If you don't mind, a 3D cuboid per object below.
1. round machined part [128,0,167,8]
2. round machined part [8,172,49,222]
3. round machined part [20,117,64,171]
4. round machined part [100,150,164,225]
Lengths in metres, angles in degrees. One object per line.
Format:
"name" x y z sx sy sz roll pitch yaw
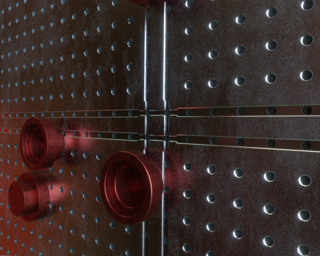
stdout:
"round machined part" -0.005 -0.205 0.401 0.098 0.042 0.097 0 90 39
"round machined part" -0.265 0.137 0.613 0.098 0.042 0.097 0 90 39
"round machined part" -0.215 0.029 0.572 0.098 0.042 0.097 0 90 39
"round machined part" -0.034 0.079 0.424 0.098 0.042 0.097 0 90 39
